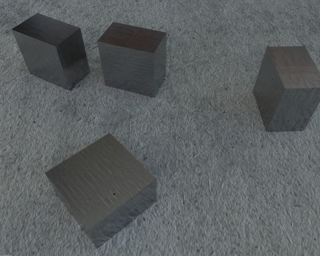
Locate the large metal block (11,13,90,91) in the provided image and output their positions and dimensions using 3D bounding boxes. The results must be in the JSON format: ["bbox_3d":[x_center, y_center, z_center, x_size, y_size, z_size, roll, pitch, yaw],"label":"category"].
[{"bbox_3d":[-0.158,-0.113,0.461,0.080,0.080,0.050,24,54,18],"label":"large metal block"}]

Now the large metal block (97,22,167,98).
[{"bbox_3d":[-0.037,-0.098,0.449,0.080,0.080,0.050,15,52,12],"label":"large metal block"}]

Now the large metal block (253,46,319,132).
[{"bbox_3d":[0.167,-0.051,0.411,0.050,0.080,0.080,-2,50,-2],"label":"large metal block"}]

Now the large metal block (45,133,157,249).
[{"bbox_3d":[-0.061,0.064,0.332,0.080,0.050,0.080,-34,58,-25],"label":"large metal block"}]
